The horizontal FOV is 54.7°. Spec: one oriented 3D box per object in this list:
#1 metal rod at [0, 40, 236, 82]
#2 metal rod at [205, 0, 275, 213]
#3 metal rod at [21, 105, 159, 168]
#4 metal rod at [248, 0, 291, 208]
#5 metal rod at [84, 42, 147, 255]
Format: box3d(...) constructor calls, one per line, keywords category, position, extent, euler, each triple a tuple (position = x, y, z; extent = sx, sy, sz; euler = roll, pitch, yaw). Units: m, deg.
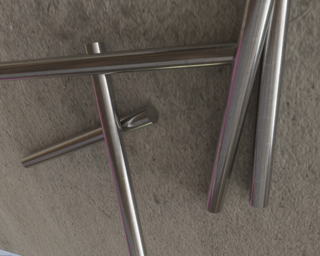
box3d(category="metal rod", position=(-0.065, -0.075, 0.359), extent=(0.301, 0.025, 0.025), euler=(-1, 119, 16))
box3d(category="metal rod", position=(0.080, -0.008, 0.342), extent=(0.025, 0.025, 0.298), euler=(17, 130, 18))
box3d(category="metal rod", position=(-0.126, 0.022, 0.484), extent=(0.300, 0.025, 0.025), euler=(-19, 109, 35))
box3d(category="metal rod", position=(0.113, -0.035, 0.324), extent=(0.025, 0.025, 0.298), euler=(8, 122, 23))
box3d(category="metal rod", position=(-0.056, 0.039, 0.414), extent=(0.025, 0.025, 0.298), euler=(-4, 103, 29))
